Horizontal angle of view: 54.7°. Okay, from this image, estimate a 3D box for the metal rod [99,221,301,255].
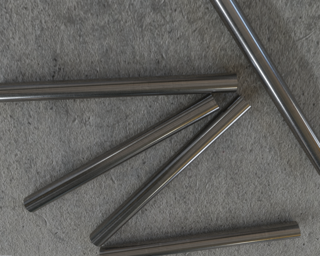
[{"bbox_3d":[0.059,0.175,0.475,0.302,0.025,0.025,-8,110,2],"label":"metal rod"}]

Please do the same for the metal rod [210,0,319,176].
[{"bbox_3d":[0.146,-0.053,0.392,0.025,0.025,0.300,-35,107,11],"label":"metal rod"}]

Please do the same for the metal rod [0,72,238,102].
[{"bbox_3d":[-0.056,-0.051,0.390,0.302,0.025,0.025,-2,110,0],"label":"metal rod"}]

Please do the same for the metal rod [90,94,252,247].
[{"bbox_3d":[0.006,0.067,0.434,0.025,0.025,0.299,42,104,-14],"label":"metal rod"}]

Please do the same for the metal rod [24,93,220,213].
[{"bbox_3d":[-0.058,0.038,0.422,0.300,0.025,0.025,-29,108,10],"label":"metal rod"}]
